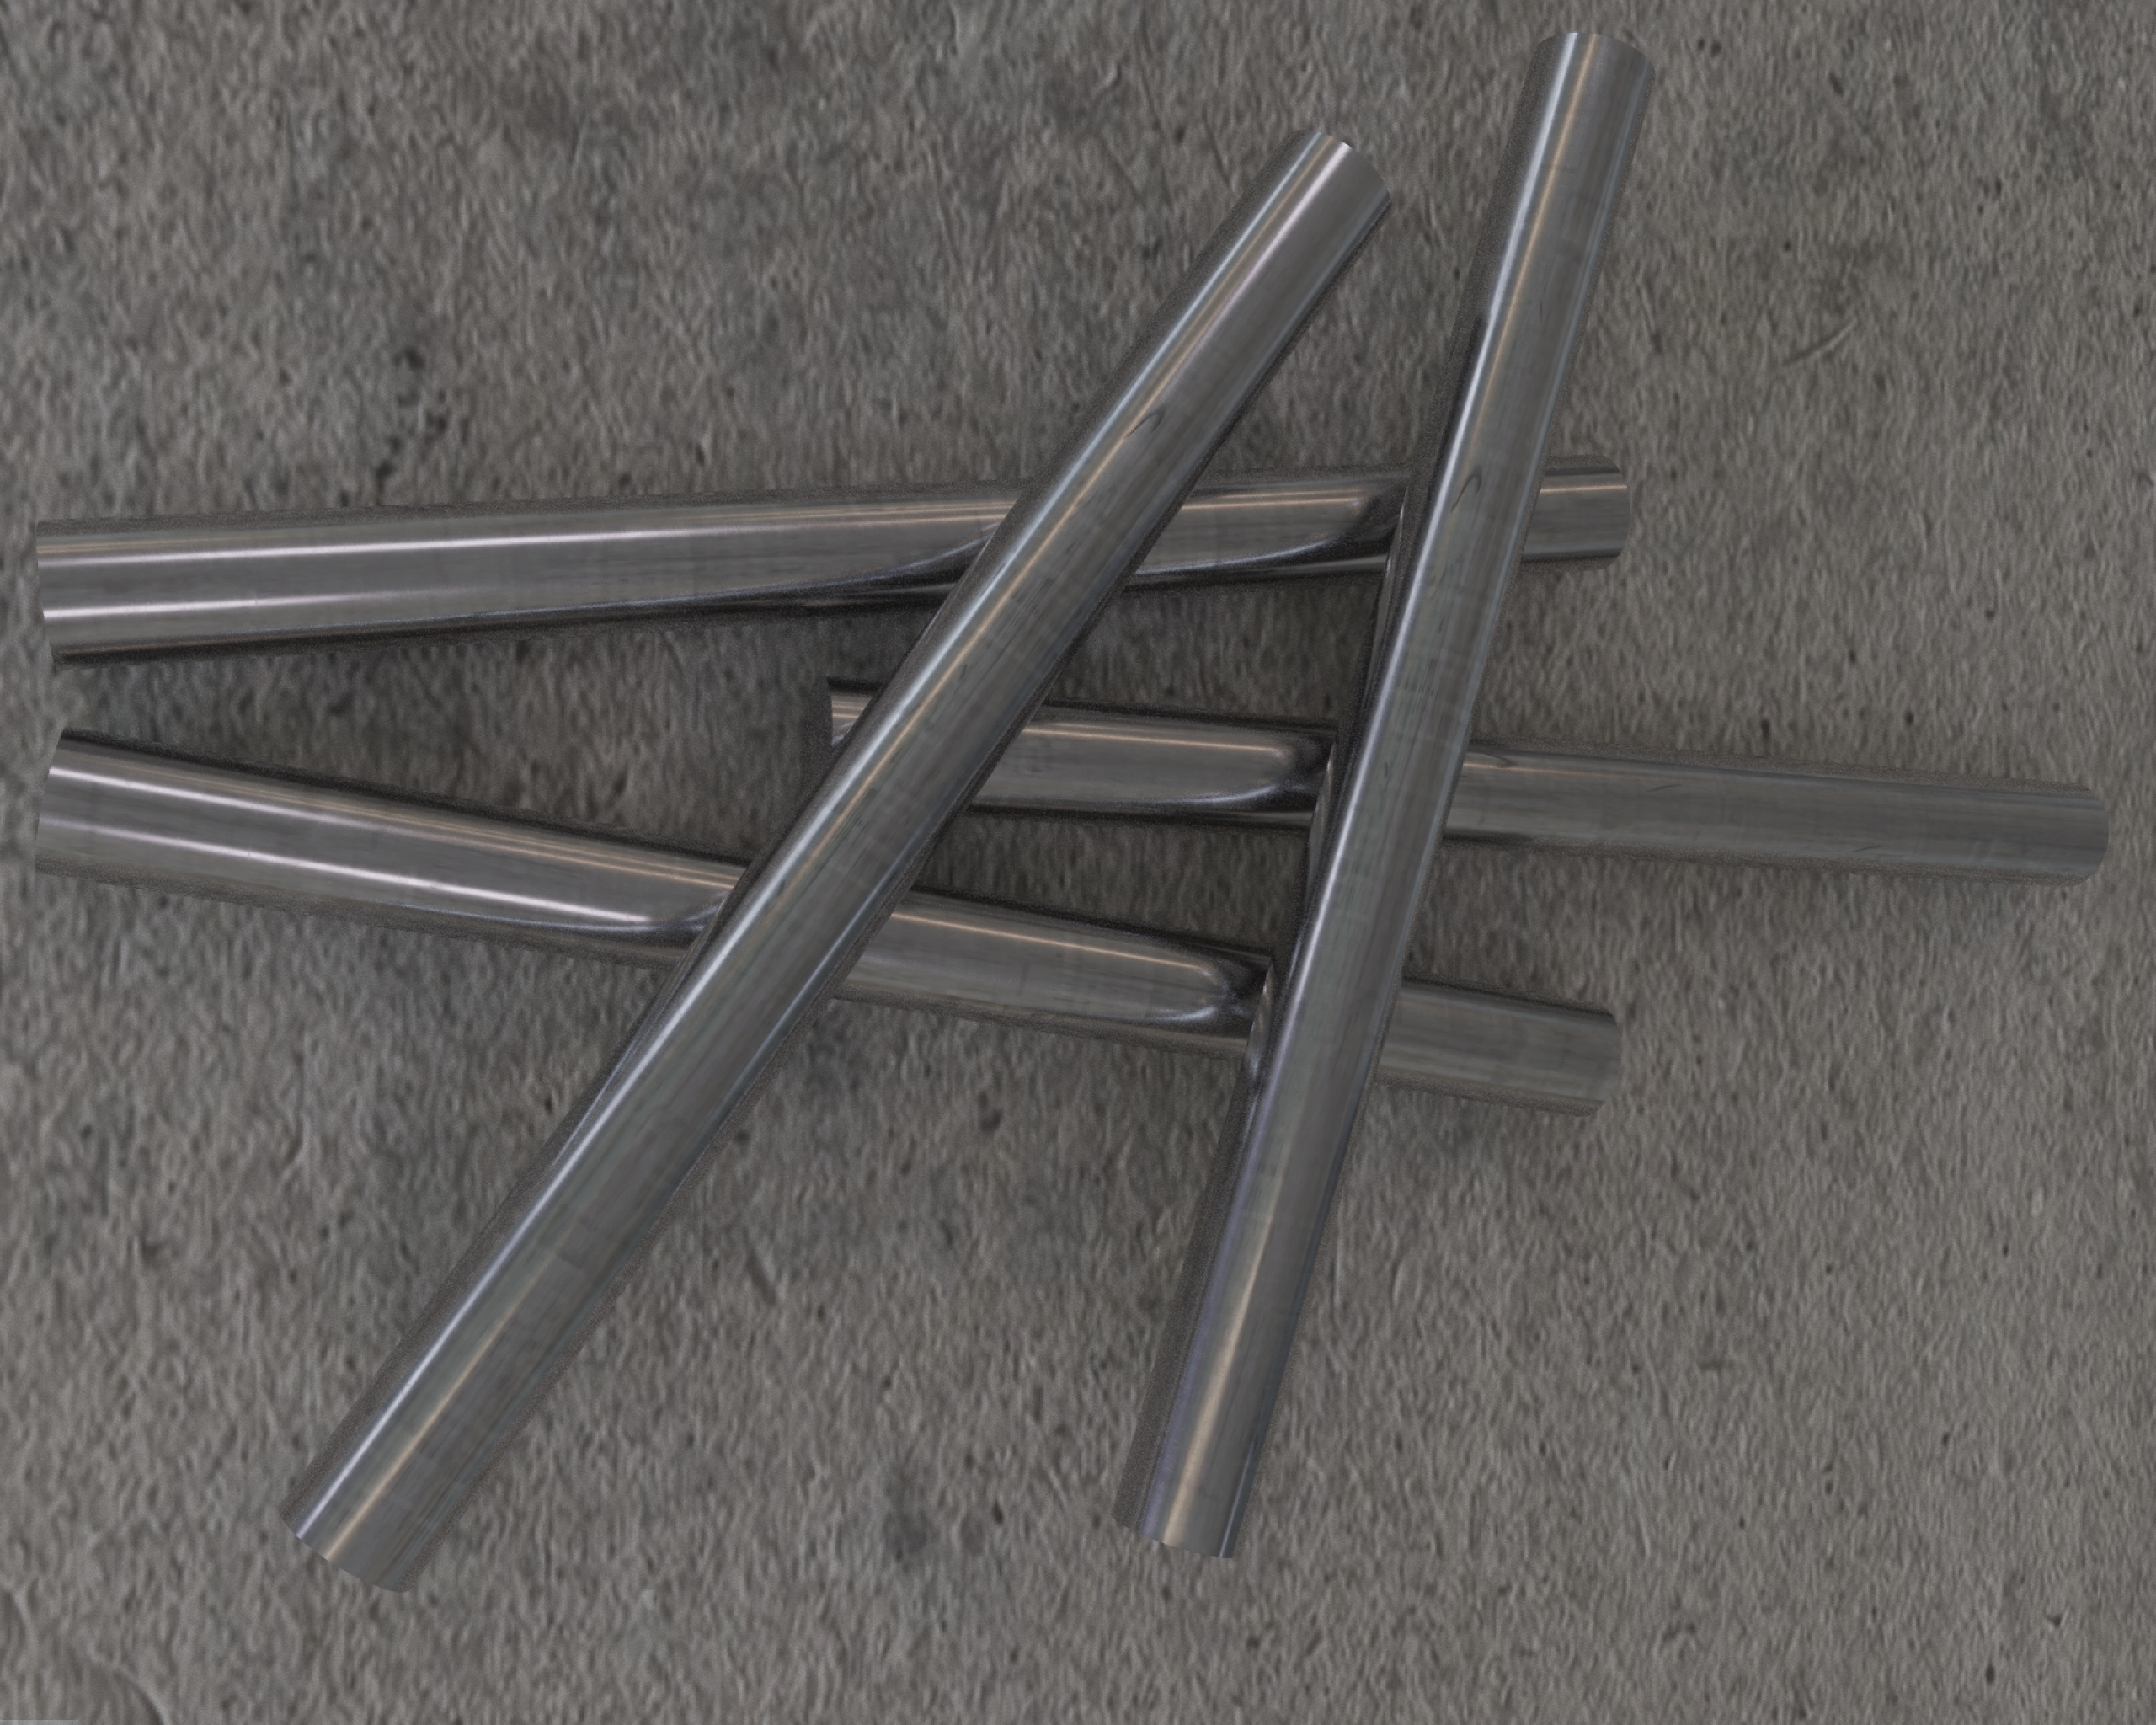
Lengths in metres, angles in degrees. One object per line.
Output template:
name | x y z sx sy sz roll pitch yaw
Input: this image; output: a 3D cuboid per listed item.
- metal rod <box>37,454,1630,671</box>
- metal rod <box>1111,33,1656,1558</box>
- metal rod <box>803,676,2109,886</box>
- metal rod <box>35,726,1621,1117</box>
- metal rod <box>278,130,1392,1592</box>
metal rod | -0.029 -0.060 0.397 0.303 0.025 0.025 -6 92 -20
metal rod | 0.061 -0.018 0.403 0.025 0.025 0.299 19 83 -19
metal rod | 0.093 -0.015 0.442 0.302 0.025 0.025 3 89 -20
metal rod | -0.030 0.016 0.397 0.302 0.025 0.025 11 87 -20
metal rod | -0.035 -0.010 0.368 0.025 0.025 0.300 38 78 -16
